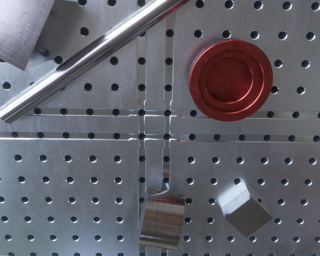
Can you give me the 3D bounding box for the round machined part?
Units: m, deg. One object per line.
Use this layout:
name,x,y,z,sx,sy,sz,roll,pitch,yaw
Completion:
round machined part,0.084,-0.061,0.383,0.099,0.042,0.097,0,110,-1

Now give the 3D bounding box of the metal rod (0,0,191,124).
metal rod,-0.076,-0.093,0.377,0.300,0.025,0.025,-32,107,10

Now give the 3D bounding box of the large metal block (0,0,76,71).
large metal block,-0.142,-0.116,0.339,0.050,0.080,0.080,28,107,-10

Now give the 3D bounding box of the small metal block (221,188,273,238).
small metal block,0.129,0.127,0.462,0.050,0.025,0.050,-43,105,14

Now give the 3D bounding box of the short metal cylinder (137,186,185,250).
short metal cylinder,0.000,0.124,0.430,0.050,0.080,0.079,11,110,-4
